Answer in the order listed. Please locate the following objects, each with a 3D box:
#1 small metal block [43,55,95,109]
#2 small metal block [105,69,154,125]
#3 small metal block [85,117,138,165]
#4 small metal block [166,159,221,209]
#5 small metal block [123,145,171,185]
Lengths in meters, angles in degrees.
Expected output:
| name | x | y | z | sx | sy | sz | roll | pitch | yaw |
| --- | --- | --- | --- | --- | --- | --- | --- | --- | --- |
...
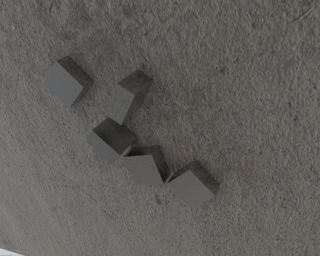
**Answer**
| name | x | y | z | sx | sy | sz | roll | pitch | yaw |
| --- | --- | --- | --- | --- | --- | --- | --- | --- | --- |
| small metal block | -0.128 | -0.064 | 0.435 | 0.050 | 0.025 | 0.050 | 45 | 129 | -3 |
| small metal block | -0.038 | -0.039 | 0.387 | 0.025 | 0.050 | 0.050 | 34 | 129 | 6 |
| small metal block | -0.067 | 0.015 | 0.435 | 0.050 | 0.050 | 0.025 | 42 | 129 | -1 |
| small metal block | 0.046 | 0.079 | 0.431 | 0.050 | 0.025 | 0.050 | 46 | 129 | -4 |
| small metal block | -0.019 | 0.055 | 0.451 | 0.050 | 0.025 | 0.050 | -8 | 115 | 31 |
